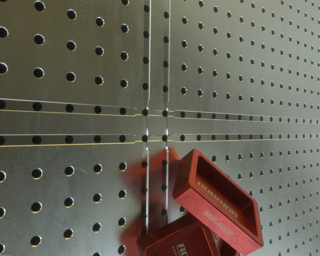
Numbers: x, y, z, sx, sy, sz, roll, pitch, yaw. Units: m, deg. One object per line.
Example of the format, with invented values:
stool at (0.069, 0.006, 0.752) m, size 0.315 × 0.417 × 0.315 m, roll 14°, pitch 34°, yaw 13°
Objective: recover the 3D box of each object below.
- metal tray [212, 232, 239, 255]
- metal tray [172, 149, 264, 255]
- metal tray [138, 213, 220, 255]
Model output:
metal tray at (0.099, 0.156, 0.491) m, size 0.090 × 0.030 × 0.130 m, roll 39°, pitch 66°, yaw -33°
metal tray at (0.080, 0.097, 0.417) m, size 0.130 × 0.030 × 0.090 m, roll 41°, pitch 27°, yaw -10°
metal tray at (0.037, 0.189, 0.411) m, size 0.091 × 0.030 × 0.129 m, roll -23°, pitch 99°, yaw -17°
